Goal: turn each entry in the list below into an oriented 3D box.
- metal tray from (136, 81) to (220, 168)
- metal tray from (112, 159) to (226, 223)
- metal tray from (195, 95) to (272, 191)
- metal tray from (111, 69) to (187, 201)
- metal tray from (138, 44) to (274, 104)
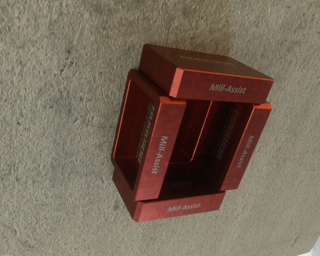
[{"bbox_3d":[0.021,-0.007,0.413,0.091,0.030,0.129,1,118,-29],"label":"metal tray"},{"bbox_3d":[0.012,0.078,0.422,0.131,0.090,0.030,1,118,-29],"label":"metal tray"},{"bbox_3d":[0.087,0.008,0.420,0.030,0.090,0.129,1,118,-29],"label":"metal tray"},{"bbox_3d":[-0.019,0.007,0.361,0.030,0.090,0.129,1,118,-29],"label":"metal tray"},{"bbox_3d":[0.052,-0.062,0.357,0.131,0.090,0.030,1,118,-29],"label":"metal tray"}]
